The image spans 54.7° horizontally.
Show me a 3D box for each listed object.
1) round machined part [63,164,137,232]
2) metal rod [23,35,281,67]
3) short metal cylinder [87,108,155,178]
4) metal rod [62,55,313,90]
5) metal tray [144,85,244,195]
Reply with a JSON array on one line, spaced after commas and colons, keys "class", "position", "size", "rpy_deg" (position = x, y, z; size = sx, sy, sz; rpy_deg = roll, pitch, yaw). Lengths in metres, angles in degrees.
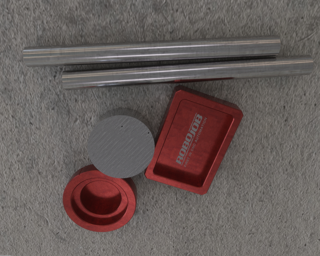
[{"class": "round machined part", "position": [-0.081, 0.093, 0.434], "size": [0.099, 0.042, 0.097], "rpy_deg": [0, 110, 0]}, {"class": "metal rod", "position": [-0.010, -0.093, 0.375], "size": [0.302, 0.025, 0.025], "rpy_deg": [-3, 110, 0]}, {"class": "short metal cylinder", "position": [-0.048, 0.018, 0.397], "size": [0.081, 0.050, 0.079], "rpy_deg": [-1, 104, -4]}, {"class": "metal rod", "position": [0.033, -0.069, 0.384], "size": [0.302, 0.025, 0.025], "rpy_deg": [-4, 110, 1]}, {"class": "metal tray", "position": [0.042, 0.018, 0.414], "size": [0.091, 0.030, 0.129], "rpy_deg": [18, 109, -7]}]
